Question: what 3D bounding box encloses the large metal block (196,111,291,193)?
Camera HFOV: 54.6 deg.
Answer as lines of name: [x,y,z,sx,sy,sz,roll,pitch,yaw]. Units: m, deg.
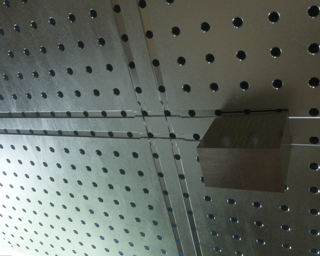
large metal block: [0.095,0.023,0.339,0.080,0.080,0.050,-1,118,29]
